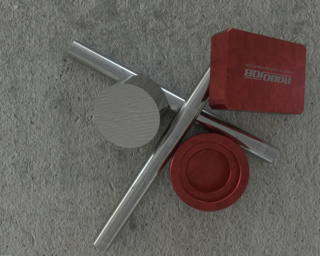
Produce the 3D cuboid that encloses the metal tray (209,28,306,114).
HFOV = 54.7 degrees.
[{"bbox_3d":[0.123,-0.064,0.381,0.131,0.030,0.089,2,90,-28],"label":"metal tray"}]

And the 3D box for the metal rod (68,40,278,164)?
[{"bbox_3d":[0.017,-0.034,0.412,0.301,0.025,0.025,28,90,0],"label":"metal rod"}]

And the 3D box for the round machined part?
[{"bbox_3d":[0.062,0.055,0.403,0.099,0.042,0.097,0,90,0],"label":"round machined part"}]

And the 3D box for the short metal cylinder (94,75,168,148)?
[{"bbox_3d":[-0.034,-0.022,0.385,0.080,0.050,0.079,4,111,11],"label":"short metal cylinder"}]

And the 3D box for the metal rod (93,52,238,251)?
[{"bbox_3d":[0.004,0.030,0.394,0.025,0.025,0.299,33,96,0],"label":"metal rod"}]
